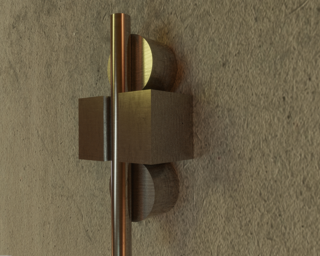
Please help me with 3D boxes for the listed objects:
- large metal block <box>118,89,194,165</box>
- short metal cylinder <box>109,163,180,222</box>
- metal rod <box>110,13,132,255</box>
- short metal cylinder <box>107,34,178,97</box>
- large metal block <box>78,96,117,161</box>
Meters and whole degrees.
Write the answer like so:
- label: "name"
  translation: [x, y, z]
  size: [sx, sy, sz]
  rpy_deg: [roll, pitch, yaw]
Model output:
- label: "large metal block"
  translation: [-0.003, -0.001, 0.373]
  size: [0.050, 0.081, 0.080]
  rpy_deg: [-1, 89, 40]
- label: "short metal cylinder"
  translation: [-0.021, 0.078, 0.408]
  size: [0.080, 0.050, 0.080]
  rpy_deg: [0, 89, 40]
- label: "metal rod"
  translation: [-0.048, 0.012, 0.380]
  size: [0.025, 0.025, 0.298]
  rpy_deg: [-1, 89, 40]
- label: "short metal cylinder"
  translation: [-0.024, -0.078, 0.409]
  size: [0.080, 0.050, 0.080]
  rpy_deg: [0, 89, 40]
- label: "large metal block"
  translation: [-0.062, 0.001, 0.421]
  size: [0.050, 0.081, 0.080]
  rpy_deg: [-1, 89, 40]
